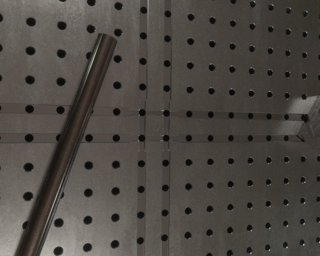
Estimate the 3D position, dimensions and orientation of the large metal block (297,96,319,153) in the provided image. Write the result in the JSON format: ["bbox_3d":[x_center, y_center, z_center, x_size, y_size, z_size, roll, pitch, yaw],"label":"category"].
[{"bbox_3d":[0.287,0.000,0.508,0.080,0.050,0.080,35,79,-17],"label":"large metal block"}]

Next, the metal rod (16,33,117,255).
[{"bbox_3d":[-0.112,0.028,0.371,0.025,0.025,0.299,21,83,-19],"label":"metal rod"}]
